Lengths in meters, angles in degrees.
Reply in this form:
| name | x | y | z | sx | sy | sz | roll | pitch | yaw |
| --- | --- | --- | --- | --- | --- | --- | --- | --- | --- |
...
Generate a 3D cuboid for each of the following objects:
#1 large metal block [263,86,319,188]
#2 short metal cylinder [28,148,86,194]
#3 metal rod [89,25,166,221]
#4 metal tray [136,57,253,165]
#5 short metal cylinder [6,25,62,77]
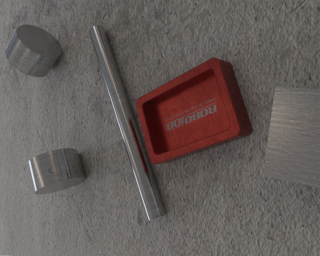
| name | x | y | z | sx | sy | sz | roll | pitch | yaw |
| --- | --- | --- | --- | --- | --- | --- | --- | --- | --- |
| large metal block | 0.144 | 0.008 | 0.270 | 0.080 | 0.050 | 0.079 | 10 | 97 | 39 |
| short metal cylinder | -0.169 | 0.072 | 0.509 | 0.080 | 0.081 | 0.050 | -31 | 71 | 35 |
| metal rod | -0.052 | -0.018 | 0.447 | 0.025 | 0.025 | 0.299 | -31 | 71 | 36 |
| metal tray | 0.034 | -0.015 | 0.373 | 0.130 | 0.030 | 0.090 | -24 | 75 | 37 |
| short metal cylinder | -0.225 | -0.138 | 0.555 | 0.050 | 0.081 | 0.080 | -44 | 64 | 31 |
